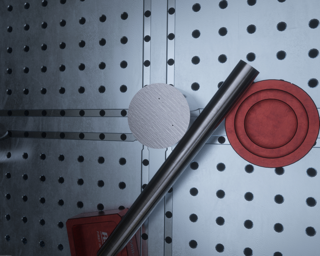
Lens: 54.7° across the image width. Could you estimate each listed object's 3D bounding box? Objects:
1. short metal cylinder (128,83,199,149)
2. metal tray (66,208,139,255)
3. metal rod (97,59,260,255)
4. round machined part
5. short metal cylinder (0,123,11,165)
[{"bbox_3d":[0.006,-0.015,0.397,0.080,0.050,0.080,0,90,20],"label":"short metal cylinder"},{"bbox_3d":[-0.077,0.185,0.436,0.090,0.030,0.129,-12,86,19],"label":"metal tray"},{"bbox_3d":[0.013,0.051,0.369,0.025,0.025,0.299,40,105,15],"label":"metal rod"},{"bbox_3d":[0.128,-0.005,0.358,0.098,0.042,0.097,0,90,20],"label":"round machined part"},{"bbox_3d":[-0.294,0.027,0.503,0.080,0.050,0.080,0,90,20],"label":"short metal cylinder"}]
